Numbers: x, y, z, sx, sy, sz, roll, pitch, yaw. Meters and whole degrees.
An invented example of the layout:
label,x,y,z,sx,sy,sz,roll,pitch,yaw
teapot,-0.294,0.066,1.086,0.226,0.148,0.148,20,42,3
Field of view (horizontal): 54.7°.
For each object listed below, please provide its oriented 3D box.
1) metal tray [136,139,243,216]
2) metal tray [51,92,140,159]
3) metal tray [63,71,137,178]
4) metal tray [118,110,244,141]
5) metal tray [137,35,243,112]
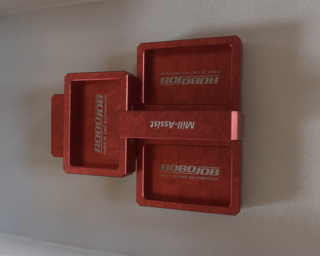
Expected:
label,x,y,z,sx,sy,sz,roll,pitch,yaw
metal tray,0.036,0.057,0.393,0.130,0.030,0.089,1,90,19
metal tray,-0.090,-0.003,0.435,0.130,0.030,0.089,0,90,19
metal tray,-0.078,-0.005,0.399,0.090,0.030,0.129,1,90,19
metal tray,0.028,-0.004,0.363,0.130,0.090,0.030,1,91,19
metal tray,0.036,-0.064,0.393,0.130,0.030,0.089,1,90,19
